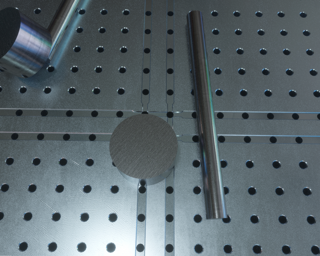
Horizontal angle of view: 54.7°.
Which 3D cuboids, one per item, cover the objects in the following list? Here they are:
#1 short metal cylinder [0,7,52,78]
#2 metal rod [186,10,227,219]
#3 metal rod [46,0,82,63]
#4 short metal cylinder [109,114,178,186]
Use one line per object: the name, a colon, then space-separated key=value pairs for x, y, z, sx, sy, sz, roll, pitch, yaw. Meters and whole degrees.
short metal cylinder: x=-0.196 y=-0.115 z=0.422 sx=0.080 sy=0.050 sz=0.080 roll=-9 pitch=71 yaw=27
metal rod: x=0.061 y=-0.031 z=0.423 sx=0.025 sy=0.025 sz=0.299 roll=-3 pitch=70 yaw=-1
metal rod: x=-0.125 y=-0.235 z=0.496 sx=0.025 sy=0.025 sz=0.299 roll=16 pitch=71 yaw=6
short metal cylinder: x=-0.019 y=0.029 z=0.388 sx=0.081 sy=0.050 sz=0.080 roll=0 pitch=70 yaw=0
